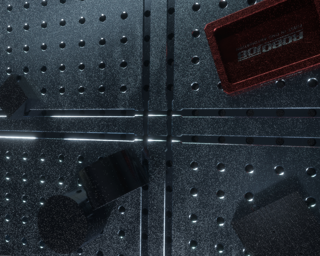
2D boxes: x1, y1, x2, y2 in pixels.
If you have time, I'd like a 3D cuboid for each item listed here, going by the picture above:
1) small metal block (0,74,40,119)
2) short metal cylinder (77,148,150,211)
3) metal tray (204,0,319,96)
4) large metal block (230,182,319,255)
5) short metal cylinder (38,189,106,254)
[{"bbox_3d":[-0.229,-0.049,0.493,0.050,0.025,0.050,-41,77,15],"label":"small metal block"},{"bbox_3d":[-0.060,0.066,0.404,0.080,0.080,0.050,-30,81,17],"label":"short metal cylinder"},{"bbox_3d":[0.128,-0.100,0.364,0.130,0.030,0.090,-18,84,19],"label":"metal tray"},{"bbox_3d":[0.139,0.120,0.350,0.080,0.050,0.080,-33,80,17],"label":"large metal block"},{"bbox_3d":[-0.125,0.131,0.443,0.080,0.050,0.079,0,90,20],"label":"short metal cylinder"}]
